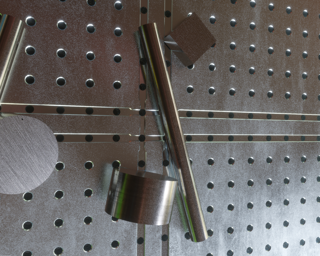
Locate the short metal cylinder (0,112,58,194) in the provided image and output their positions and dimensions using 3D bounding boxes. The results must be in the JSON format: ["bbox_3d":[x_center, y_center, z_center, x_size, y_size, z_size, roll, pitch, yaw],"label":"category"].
[{"bbox_3d":[-0.157,0.024,0.328,0.081,0.050,0.079,-7,100,-40],"label":"short metal cylinder"}]

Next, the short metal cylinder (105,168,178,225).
[{"bbox_3d":[-0.022,0.081,0.376,0.081,0.080,0.050,12,86,-20],"label":"short metal cylinder"}]

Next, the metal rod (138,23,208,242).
[{"bbox_3d":[0.020,0.010,0.420,0.025,0.025,0.298,-16,96,-20],"label":"metal rod"}]

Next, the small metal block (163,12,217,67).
[{"bbox_3d":[0.041,-0.122,0.429,0.050,0.025,0.050,-46,105,-14],"label":"small metal block"}]

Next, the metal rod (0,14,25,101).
[{"bbox_3d":[-0.205,0.021,0.336,0.025,0.025,0.299,17,84,-20],"label":"metal rod"}]
